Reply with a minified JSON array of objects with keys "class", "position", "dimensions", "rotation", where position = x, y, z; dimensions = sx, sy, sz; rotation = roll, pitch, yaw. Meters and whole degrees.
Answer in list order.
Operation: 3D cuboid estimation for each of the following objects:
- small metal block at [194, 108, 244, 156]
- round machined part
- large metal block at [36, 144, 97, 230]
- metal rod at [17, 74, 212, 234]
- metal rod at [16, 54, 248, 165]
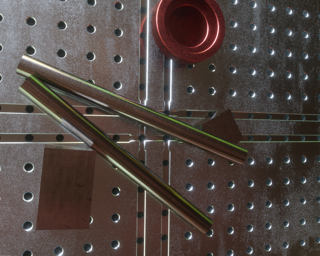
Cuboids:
[{"class":"small metal block","position":[0.085,0.006,0.445],"dimensions":[0.050,0.025,0.050],"rotation":[-30,100,-18]},{"class":"round machined part","position":[0.035,-0.134,0.417],"dimensions":[0.099,0.042,0.097],"rotation":[0,90,-20]},{"class":"large metal block","position":[-0.106,0.061,0.345],"dimensions":[0.050,0.080,0.080],"rotation":[6,88,-20]},{"class":"metal rod","position":[-0.042,0.044,0.389],"dimensions":[0.300,0.025,0.025],"rotation":[42,77,-19]},{"class":"metal rod","position":[-0.023,-0.017,0.389],"dimensions":[0.302,0.025,0.025],"rotation":[23,82,-13]}]
